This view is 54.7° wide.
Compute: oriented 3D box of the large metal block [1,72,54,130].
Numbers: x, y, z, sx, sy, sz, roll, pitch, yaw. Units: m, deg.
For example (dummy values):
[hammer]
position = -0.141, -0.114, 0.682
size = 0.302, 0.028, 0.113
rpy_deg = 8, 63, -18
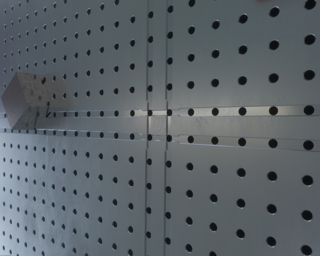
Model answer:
[large metal block]
position = -0.264, -0.051, 0.611
size = 0.080, 0.050, 0.080
rpy_deg = -41, 65, 32
